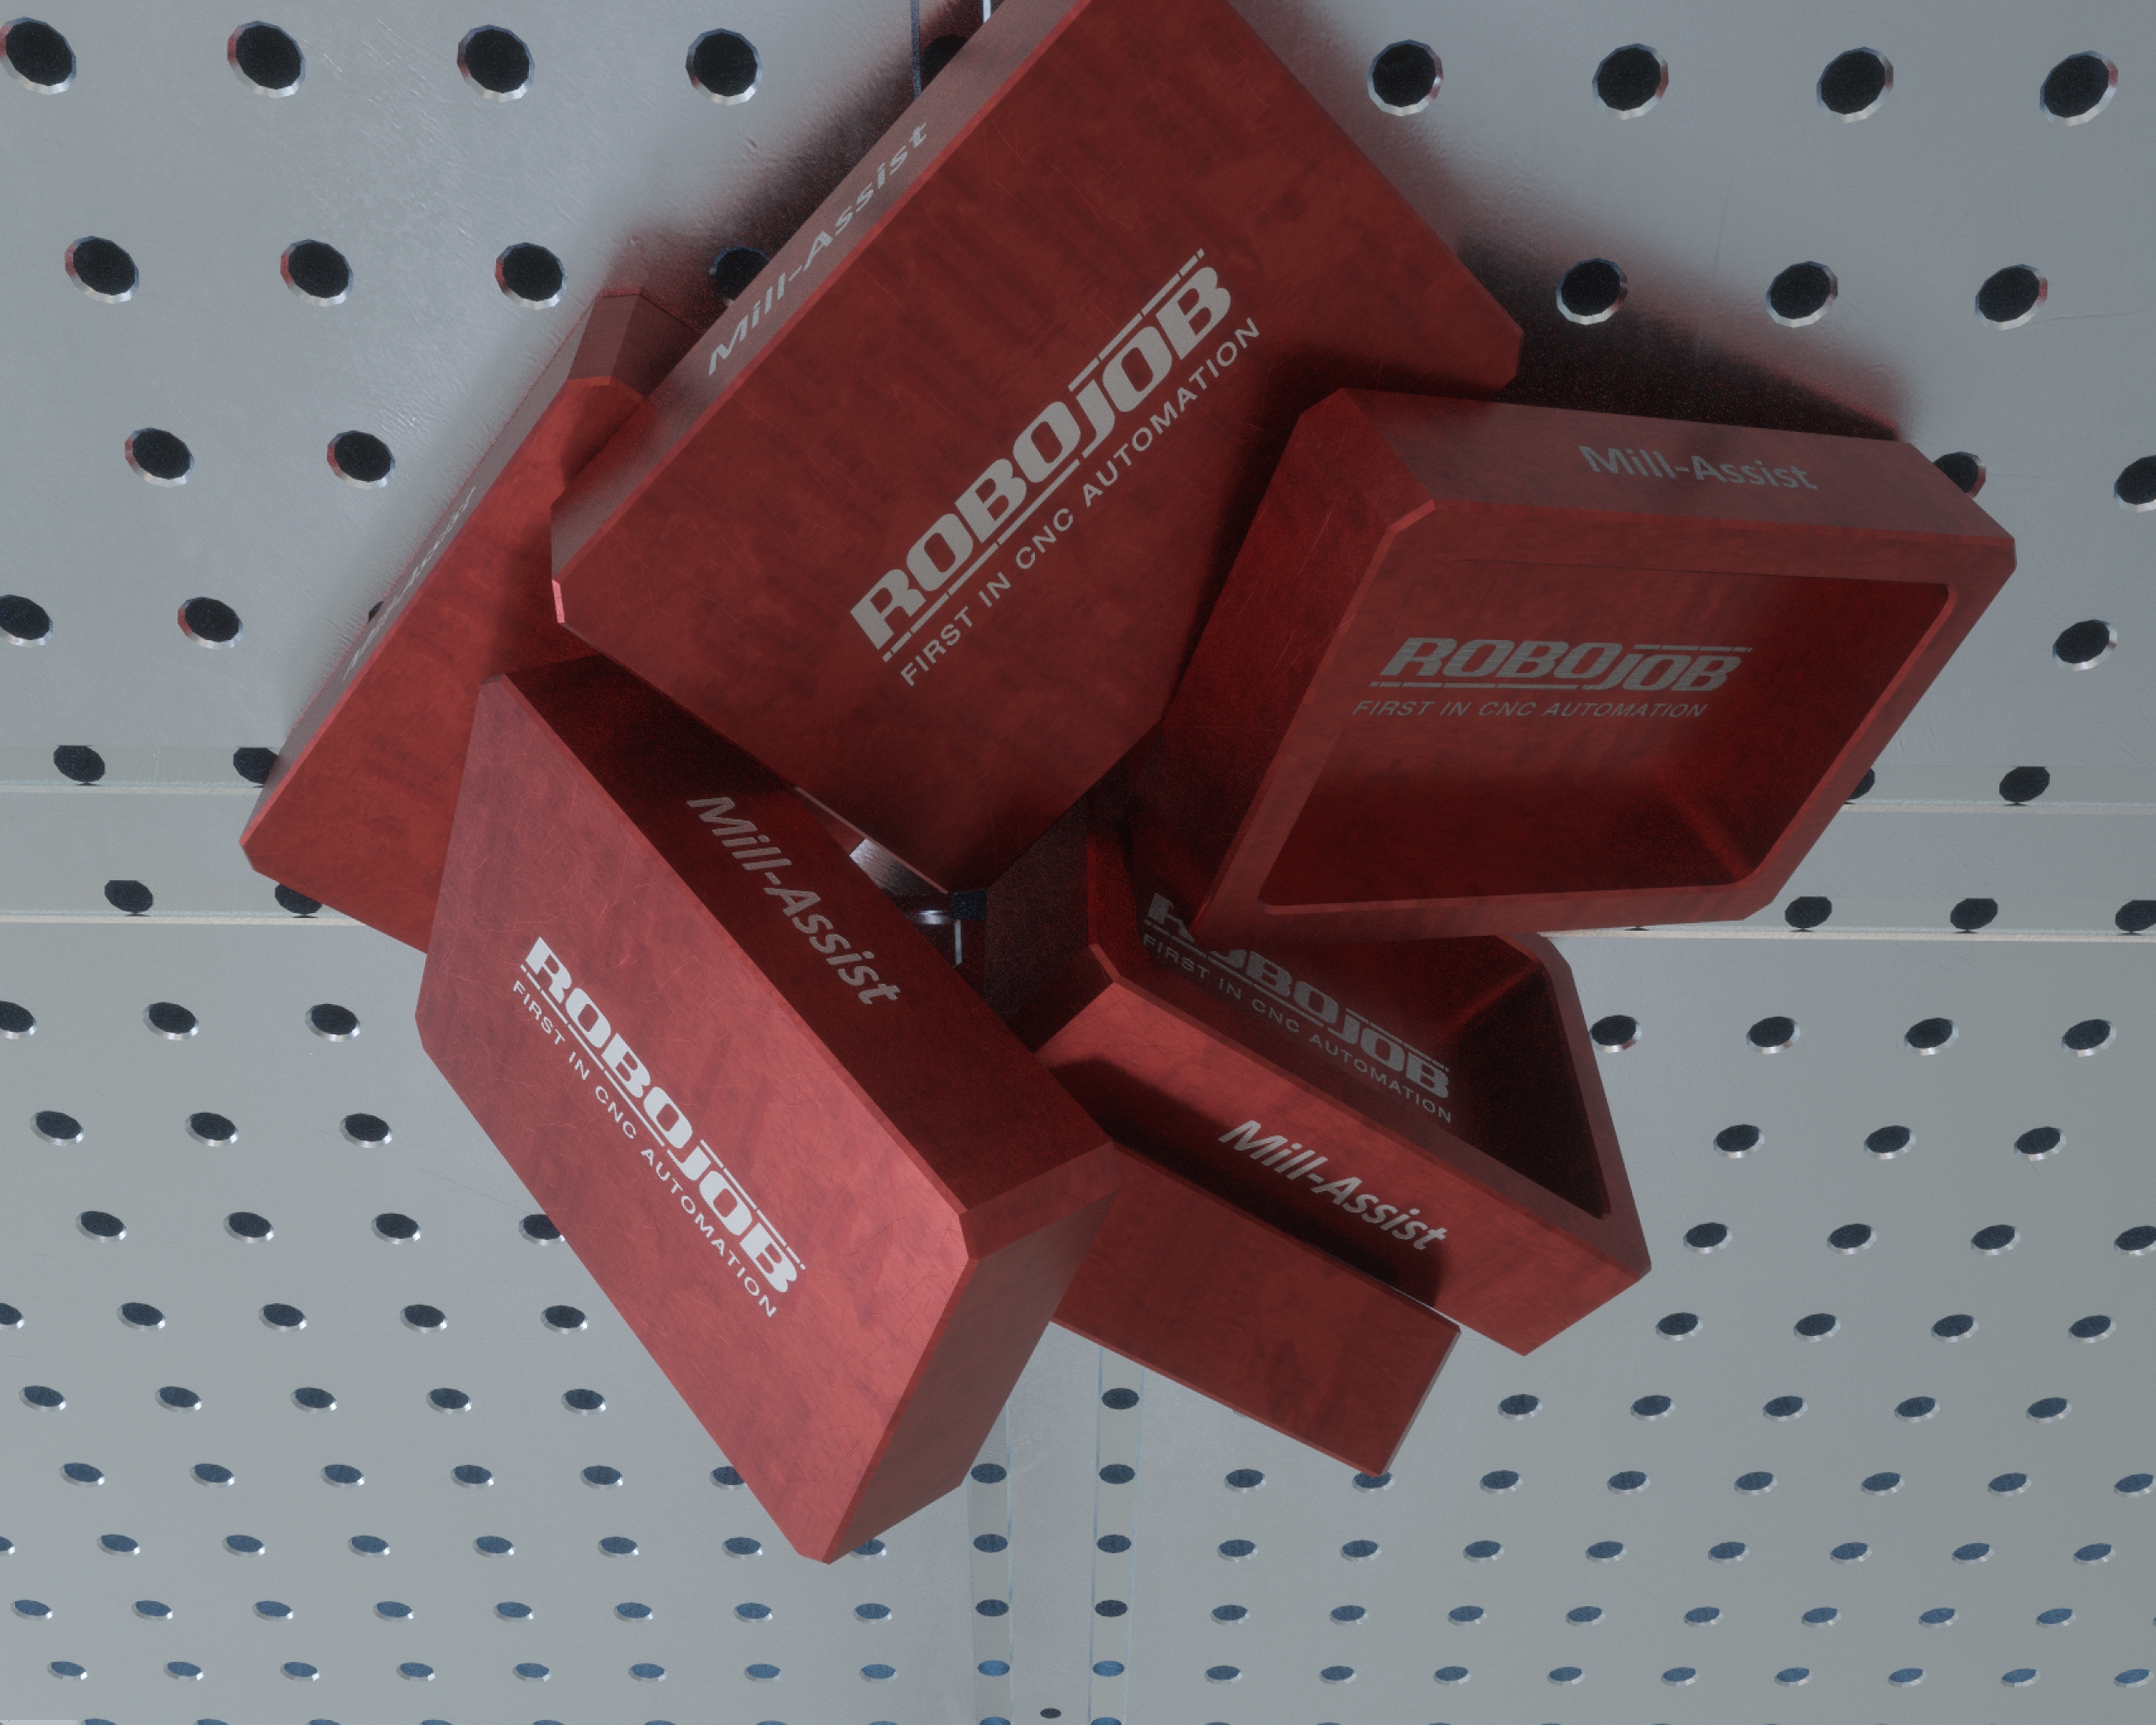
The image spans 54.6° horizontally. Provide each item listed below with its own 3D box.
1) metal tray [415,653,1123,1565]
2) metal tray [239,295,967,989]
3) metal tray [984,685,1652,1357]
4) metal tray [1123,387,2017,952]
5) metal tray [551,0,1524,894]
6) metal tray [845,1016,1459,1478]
[{"bbox_3d":[-0.058,0.037,0.343,0.030,0.130,0.089,-20,145,-42],"label":"metal tray"},{"bbox_3d":[-0.082,-0.028,0.384,0.090,0.030,0.129,31,124,-25],"label":"metal tray"},{"bbox_3d":[0.044,0.026,0.390,0.130,0.090,0.030,31,123,-24],"label":"metal tray"},{"bbox_3d":[0.083,-0.029,0.352,0.131,0.030,0.089,-2,135,-29],"label":"metal tray"},{"bbox_3d":[-0.007,-0.066,0.327,0.130,0.030,0.090,-44,122,14],"label":"metal tray"},{"bbox_3d":[0.002,0.066,0.405,0.090,0.130,0.030,31,85,-24],"label":"metal tray"}]
